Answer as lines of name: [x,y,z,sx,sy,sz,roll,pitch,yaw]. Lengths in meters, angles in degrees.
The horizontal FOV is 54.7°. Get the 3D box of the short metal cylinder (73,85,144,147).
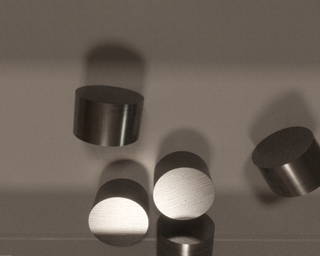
short metal cylinder: [-0.062,-0.017,0.375,0.081,0.080,0.050,8,110,-3]

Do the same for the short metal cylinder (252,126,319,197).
short metal cylinder: [0.168,0.042,0.400,0.080,0.080,0.050,-33,107,11]

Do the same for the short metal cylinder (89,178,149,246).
short metal cylinder: [-0.056,0.119,0.441,0.081,0.050,0.079,0,110,-1]

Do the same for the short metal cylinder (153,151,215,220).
short metal cylinder: [0.031,0.078,0.427,0.081,0.050,0.079,0,110,-1]

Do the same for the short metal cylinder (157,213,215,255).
short metal cylinder: [0.036,0.158,0.441,0.081,0.080,0.050,1,110,-1]
